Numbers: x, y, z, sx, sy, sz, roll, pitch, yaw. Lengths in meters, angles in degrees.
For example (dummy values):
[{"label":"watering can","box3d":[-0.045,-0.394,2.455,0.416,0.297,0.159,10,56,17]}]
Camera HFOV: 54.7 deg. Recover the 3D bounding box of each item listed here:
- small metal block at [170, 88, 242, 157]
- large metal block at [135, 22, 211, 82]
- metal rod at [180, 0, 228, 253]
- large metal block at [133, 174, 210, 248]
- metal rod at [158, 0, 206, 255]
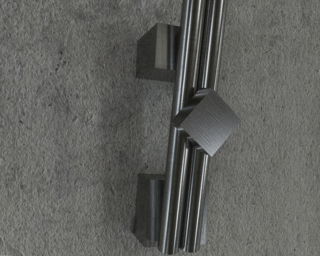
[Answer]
[{"label":"small metal block","box3d":[0.048,-0.007,0.324,0.050,0.025,0.050,44,82,-21]},{"label":"large metal block","box3d":[0.020,-0.089,0.389,0.081,0.080,0.050,3,89,-20]},{"label":"metal rod","box3d":[0.048,-0.007,0.351,0.025,0.025,0.298,3,96,-20]},{"label":"large metal block","box3d":[0.014,0.104,0.402,0.081,0.050,0.080,5,88,-20]},{"label":"metal rod","box3d":[0.024,-0.008,0.342,0.025,0.025,0.298,3,96,-20]}]
